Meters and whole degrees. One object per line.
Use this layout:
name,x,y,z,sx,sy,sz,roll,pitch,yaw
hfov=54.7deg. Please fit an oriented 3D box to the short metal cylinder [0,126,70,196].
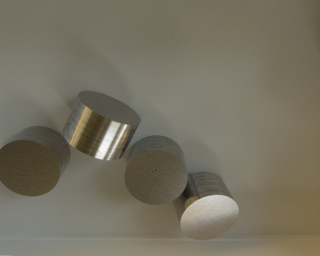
short metal cylinder,-0.166,0.043,0.412,0.081,0.050,0.079,0,110,-1

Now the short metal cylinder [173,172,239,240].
short metal cylinder,0.061,0.108,0.430,0.081,0.050,0.079,-5,119,-10

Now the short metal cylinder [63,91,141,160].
short metal cylinder,-0.071,-0.004,0.379,0.080,0.080,0.050,25,108,-9

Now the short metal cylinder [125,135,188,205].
short metal cylinder,-0.005,0.056,0.419,0.081,0.050,0.079,0,110,0
